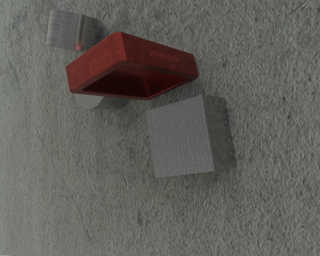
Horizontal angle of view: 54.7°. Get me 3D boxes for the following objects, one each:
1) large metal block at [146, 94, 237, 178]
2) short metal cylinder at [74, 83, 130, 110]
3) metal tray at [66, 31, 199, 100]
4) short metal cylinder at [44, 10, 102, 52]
[{"bbox_3d":[0.035,0.012,0.360,0.080,0.050,0.080,-14,81,39],"label":"large metal block"},{"bbox_3d":[-0.084,-0.067,0.458,0.080,0.050,0.080,0,90,40],"label":"short metal cylinder"},{"bbox_3d":[-0.028,-0.064,0.360,0.090,0.131,0.030,-20,77,38],"label":"metal tray"},{"bbox_3d":[-0.134,-0.147,0.480,0.080,0.081,0.050,17,101,38],"label":"short metal cylinder"}]
